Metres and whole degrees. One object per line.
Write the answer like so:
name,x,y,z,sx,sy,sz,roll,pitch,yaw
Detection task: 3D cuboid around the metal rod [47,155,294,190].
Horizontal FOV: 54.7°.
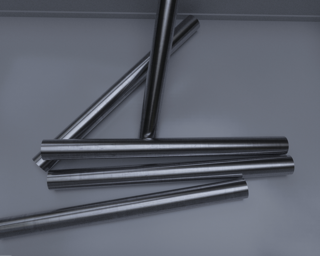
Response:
metal rod,0.015,0.056,0.389,0.302,0.025,0.025,-3,70,-2

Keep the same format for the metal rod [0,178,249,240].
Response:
metal rod,-0.044,0.097,0.373,0.302,0.025,0.025,-9,70,-4

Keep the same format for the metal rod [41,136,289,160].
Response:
metal rod,0.011,0.025,0.387,0.302,0.025,0.025,-1,70,-6

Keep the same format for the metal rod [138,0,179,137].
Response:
metal rod,0.007,-0.130,0.378,0.025,0.025,0.298,10,101,3

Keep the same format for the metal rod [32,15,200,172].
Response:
metal rod,-0.050,-0.057,0.429,0.025,0.025,0.301,41,74,13
